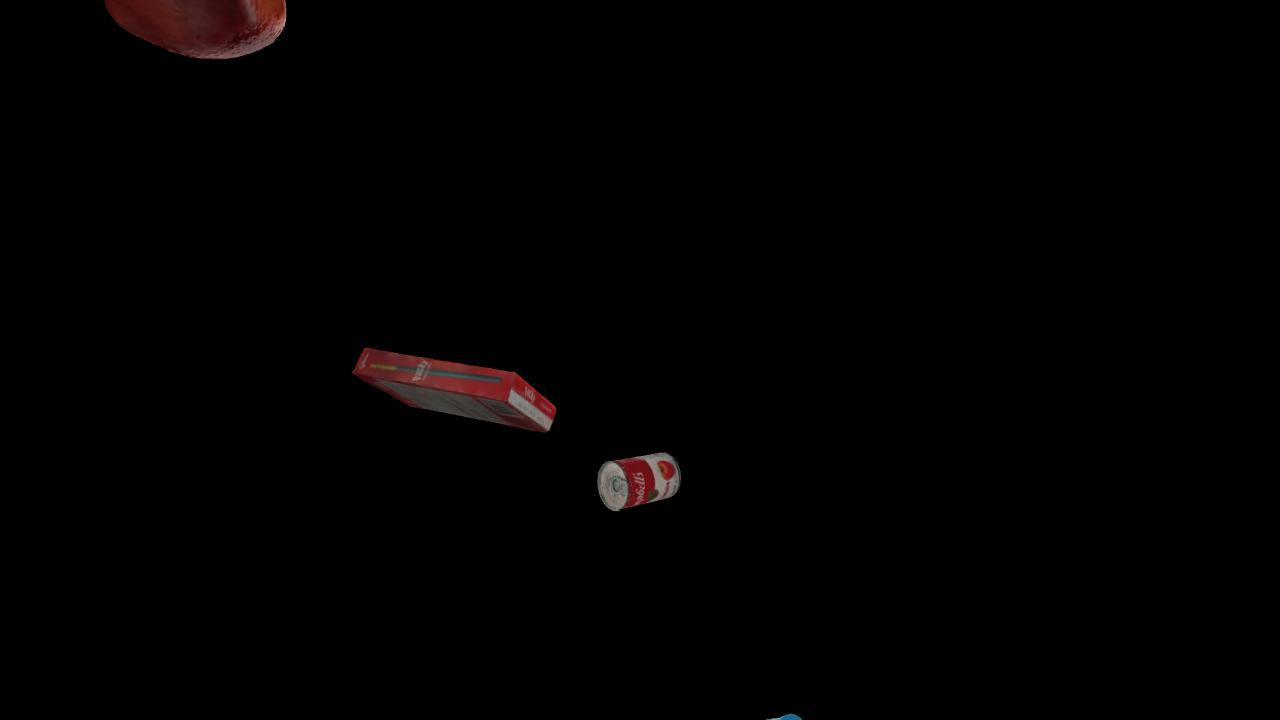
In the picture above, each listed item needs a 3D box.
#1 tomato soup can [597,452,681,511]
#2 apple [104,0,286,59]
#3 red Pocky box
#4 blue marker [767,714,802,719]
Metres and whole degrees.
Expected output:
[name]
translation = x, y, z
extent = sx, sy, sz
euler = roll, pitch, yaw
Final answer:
[tomato soup can]
translation = 0.000, 0.169, 0.862
extent = 0.101, 0.068, 0.068
euler = -2, 1, -41
[apple]
translation = -0.254, -0.213, 0.352
extent = 0.093, 0.079, 0.079
euler = -8, 0, -1
[red Pocky box]
translation = -0.157, 0.026, 0.526
extent = 0.155, 0.028, 0.083
euler = 8, -20, 20
[blue marker]
translation = 0.093, 0.263, 0.434
extent = 0.020, 0.020, 0.121
euler = 0, -33, -4
